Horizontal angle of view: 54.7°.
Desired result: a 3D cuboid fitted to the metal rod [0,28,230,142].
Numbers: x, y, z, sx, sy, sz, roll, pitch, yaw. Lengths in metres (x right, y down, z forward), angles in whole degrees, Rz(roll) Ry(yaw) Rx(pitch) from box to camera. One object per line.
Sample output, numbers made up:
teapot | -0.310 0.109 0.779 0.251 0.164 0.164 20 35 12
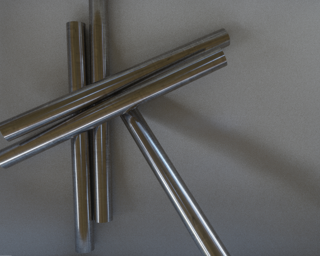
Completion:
metal rod | -0.048 -0.058 0.389 0.302 0.025 0.025 -25 90 -9

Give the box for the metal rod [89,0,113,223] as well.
metal rod | -0.078 -0.027 0.410 0.025 0.025 0.298 -1 90 -1

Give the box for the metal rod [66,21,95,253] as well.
metal rod | -0.105 0.012 0.410 0.025 0.025 0.298 -2 90 -1

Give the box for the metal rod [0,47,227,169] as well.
metal rod | -0.061 -0.023 0.381 0.301 0.025 0.025 -25 90 3

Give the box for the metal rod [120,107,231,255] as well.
metal rod | 0.023 0.077 0.350 0.025 0.025 0.299 -33 65 0
